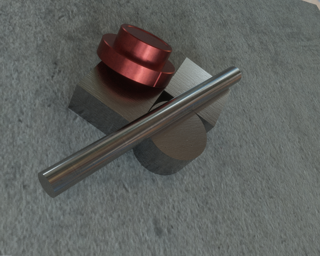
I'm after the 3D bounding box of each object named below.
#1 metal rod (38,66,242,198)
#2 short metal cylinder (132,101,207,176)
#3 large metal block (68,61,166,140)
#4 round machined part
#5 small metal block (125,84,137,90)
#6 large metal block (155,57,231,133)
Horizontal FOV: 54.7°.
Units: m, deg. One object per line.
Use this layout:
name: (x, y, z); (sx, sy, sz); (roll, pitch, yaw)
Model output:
metal rod: (0.005, -0.014, 0.354); (0.302, 0.025, 0.025); (-32, 80, -38)
short metal cylinder: (0.011, 0.013, 0.388); (0.081, 0.050, 0.080); (14, 56, -21)
large metal block: (-0.052, -0.039, 0.385); (0.080, 0.050, 0.080); (36, 51, -4)
round machined part: (-0.024, -0.094, 0.383); (0.099, 0.042, 0.098); (24, 25, -12)
small metal block: (-0.018, -0.068, 0.438); (0.050, 0.025, 0.050); (37, 51, -4)
large metal block: (0.043, -0.040, 0.439); (0.080, 0.050, 0.080); (36, 51, -5)
